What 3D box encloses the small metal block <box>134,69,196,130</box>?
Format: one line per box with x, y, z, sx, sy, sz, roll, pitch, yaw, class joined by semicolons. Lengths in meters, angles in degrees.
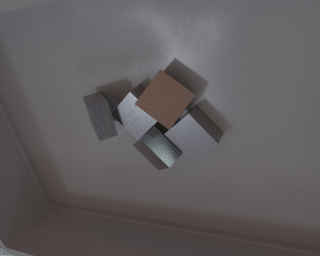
0.007;-0.033;0.367;0.050;0.025;0.050;37;94;3;small metal block

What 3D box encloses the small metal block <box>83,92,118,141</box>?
-0.081;-0.017;0.420;0.050;0.025;0.050;-137;30;-61;small metal block

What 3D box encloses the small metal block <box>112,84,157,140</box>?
-0.028;-0.020;0.407;0.050;0.025;0.050;44;129;-3;small metal block

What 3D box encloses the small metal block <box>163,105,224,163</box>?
0.042;0.008;0.388;0.050;0.025;0.050;46;129;-4;small metal block

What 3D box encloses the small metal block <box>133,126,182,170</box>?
-0.005;0.028;0.410;0.050;0.025;0.050;45;160;-3;small metal block
